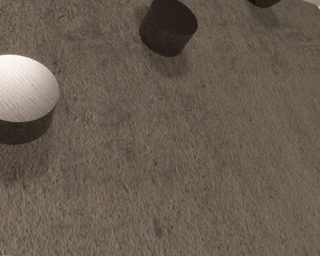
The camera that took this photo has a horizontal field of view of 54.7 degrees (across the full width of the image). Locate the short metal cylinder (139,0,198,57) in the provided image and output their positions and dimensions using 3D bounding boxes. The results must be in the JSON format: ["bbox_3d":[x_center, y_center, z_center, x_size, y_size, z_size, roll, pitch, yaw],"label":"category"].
[{"bbox_3d":[0.013,-0.161,0.495,0.081,0.050,0.080,14,56,-21],"label":"short metal cylinder"}]

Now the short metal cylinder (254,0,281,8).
[{"bbox_3d":[0.245,-0.321,0.700,0.081,0.080,0.050,-3,63,-30],"label":"short metal cylinder"}]

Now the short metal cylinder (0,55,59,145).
[{"bbox_3d":[-0.152,-0.029,0.324,0.081,0.050,0.080,14,56,-21],"label":"short metal cylinder"}]
